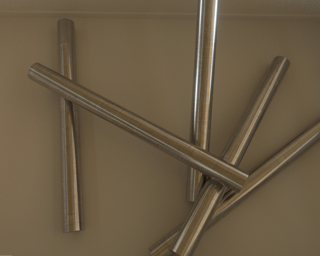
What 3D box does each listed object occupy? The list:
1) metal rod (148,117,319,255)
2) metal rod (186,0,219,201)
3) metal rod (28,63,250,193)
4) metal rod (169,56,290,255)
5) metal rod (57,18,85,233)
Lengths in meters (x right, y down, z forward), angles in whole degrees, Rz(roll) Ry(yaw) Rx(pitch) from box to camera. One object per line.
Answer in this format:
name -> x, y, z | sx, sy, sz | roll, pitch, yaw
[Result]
metal rod -> 0.116, 0.066, 0.385 | 0.301, 0.025, 0.025 | -34, 74, -12
metal rod -> 0.052, -0.062, 0.372 | 0.025, 0.025, 0.298 | 3, 93, 1
metal rod -> -0.037, -0.008, 0.374 | 0.301, 0.025, 0.025 | 28, 72, 15
metal rod -> 0.097, 0.021, 0.386 | 0.025, 0.025, 0.300 | 30, 67, 10
metal rod -> -0.121, -0.017, 0.414 | 0.025, 0.025, 0.299 | -7, 70, -3
